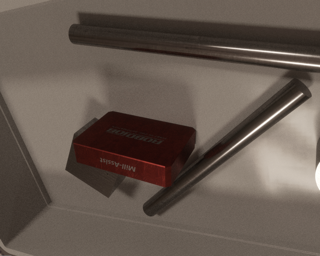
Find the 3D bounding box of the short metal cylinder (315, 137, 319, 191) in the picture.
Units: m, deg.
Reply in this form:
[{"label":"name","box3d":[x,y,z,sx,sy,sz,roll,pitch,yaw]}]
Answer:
[{"label":"short metal cylinder","box3d":[0.201,0.036,0.309,0.080,0.050,0.079,13,124,20]}]

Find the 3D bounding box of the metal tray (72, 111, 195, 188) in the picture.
[{"label":"metal tray","box3d":[-0.031,0.021,0.394,0.130,0.090,0.030,12,123,21]}]

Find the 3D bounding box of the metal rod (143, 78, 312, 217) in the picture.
[{"label":"metal rod","box3d":[0.063,0.045,0.402,0.025,0.025,0.298,42,129,-1]}]

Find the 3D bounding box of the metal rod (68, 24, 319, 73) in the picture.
[{"label":"metal rod","box3d":[0.031,-0.089,0.336,0.301,0.025,0.025,12,123,21]}]

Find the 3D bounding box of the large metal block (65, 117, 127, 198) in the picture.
[{"label":"large metal block","box3d":[-0.087,0.045,0.464,0.080,0.050,0.079,31,128,7]}]
